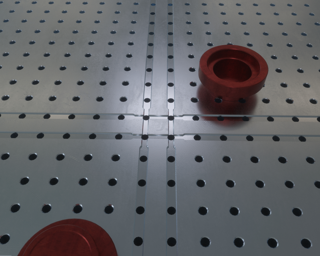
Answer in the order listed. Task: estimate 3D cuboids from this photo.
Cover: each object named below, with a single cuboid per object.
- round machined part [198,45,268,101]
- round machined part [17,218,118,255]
[{"bbox_3d":[0.106,-0.078,0.463,0.099,0.042,0.098,0,50,0],"label":"round machined part"},{"bbox_3d":[-0.089,0.130,0.287,0.099,0.042,0.098,0,50,0],"label":"round machined part"}]
